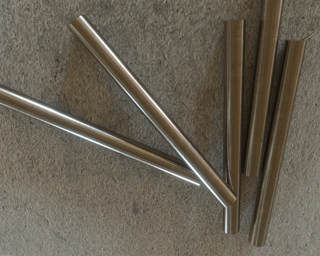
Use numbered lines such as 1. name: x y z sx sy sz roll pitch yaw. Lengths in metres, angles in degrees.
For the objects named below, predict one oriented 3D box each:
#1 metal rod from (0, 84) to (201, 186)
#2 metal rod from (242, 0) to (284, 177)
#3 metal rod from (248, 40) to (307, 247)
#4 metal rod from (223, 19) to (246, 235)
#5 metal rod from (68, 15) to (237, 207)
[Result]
1. metal rod: -0.079 0.011 0.412 0.301 0.025 0.025 23 108 -9
2. metal rod: 0.129 -0.077 0.382 0.025 0.025 0.298 1 110 0
3. metal rod: 0.156 0.034 0.423 0.025 0.025 0.298 3 110 -1
4. metal rod: 0.097 0.013 0.415 0.025 0.025 0.298 -4 110 1
5. metal rod: -0.002 -0.013 0.392 0.025 0.025 0.300 -38 101 13
